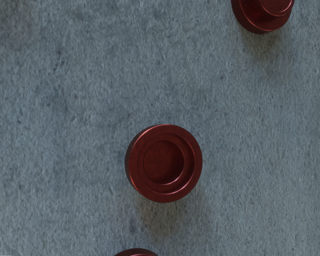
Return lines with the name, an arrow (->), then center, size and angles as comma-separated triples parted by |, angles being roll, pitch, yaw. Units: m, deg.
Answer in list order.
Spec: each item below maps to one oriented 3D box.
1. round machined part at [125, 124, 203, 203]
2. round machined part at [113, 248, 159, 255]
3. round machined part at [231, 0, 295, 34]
round machined part -> 0.002, 0.044, 0.402 | 0.099, 0.042, 0.097 | 0, 90, -21
round machined part -> -0.035, 0.199, 0.388 | 0.099, 0.042, 0.097 | 0, 90, -21
round machined part -> 0.159, -0.194, 0.460 | 0.099, 0.042, 0.097 | 0, 90, -21
